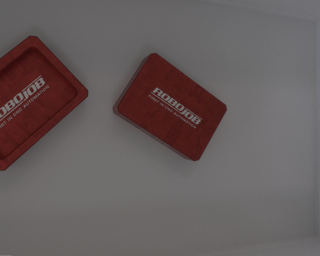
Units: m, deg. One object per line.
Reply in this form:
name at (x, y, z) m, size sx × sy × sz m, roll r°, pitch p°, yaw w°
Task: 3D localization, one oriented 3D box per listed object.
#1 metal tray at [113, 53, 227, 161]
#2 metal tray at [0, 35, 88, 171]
metal tray at (0.016, -0.026, 0.413) m, size 0.130 × 0.030 × 0.090 m, roll 34°, pitch 79°, yaw -17°
metal tray at (-0.159, -0.028, 0.348) m, size 0.130 × 0.030 × 0.090 m, roll -45°, pitch 104°, yaw -14°
